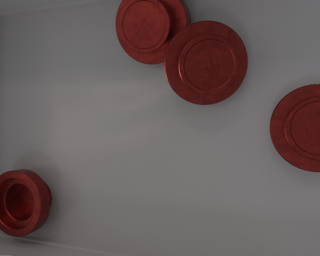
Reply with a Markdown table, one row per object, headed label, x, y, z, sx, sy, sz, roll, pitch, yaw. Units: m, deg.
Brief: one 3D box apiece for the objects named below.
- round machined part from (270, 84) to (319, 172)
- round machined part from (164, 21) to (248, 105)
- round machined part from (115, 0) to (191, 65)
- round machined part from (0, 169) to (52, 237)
| label | x | y | z | sx | sy | sz | roll | pitch | yaw |
| --- | --- | --- | --- | --- | --- | --- | --- | --- | --- |
| round machined part | 0.173 | 0.000 | 0.340 | 0.098 | 0.042 | 0.097 | 0 | 90 | 20 |
| round machined part | 0.054 | -0.075 | 0.363 | 0.099 | 0.042 | 0.097 | 0 | 105 | -1 |
| round machined part | -0.013 | -0.130 | 0.393 | 0.098 | 0.042 | 0.097 | 6 | 108 | 19 |
| round machined part | -0.207 | 0.112 | 0.475 | 0.098 | 0.042 | 0.097 | 0 | 90 | 20 |
